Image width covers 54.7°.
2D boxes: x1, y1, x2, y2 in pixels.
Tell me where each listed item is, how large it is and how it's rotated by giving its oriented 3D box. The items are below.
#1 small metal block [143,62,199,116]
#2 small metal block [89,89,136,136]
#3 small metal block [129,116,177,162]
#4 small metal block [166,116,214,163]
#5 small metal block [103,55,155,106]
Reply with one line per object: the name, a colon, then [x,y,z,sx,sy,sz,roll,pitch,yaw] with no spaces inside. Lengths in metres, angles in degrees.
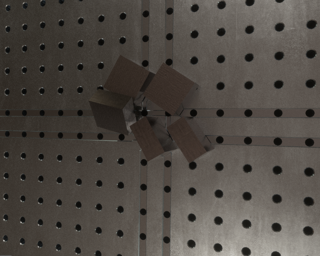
small metal block: [0.014,-0.050,0.407,0.050,0.025,0.050,36,101,16]
small metal block: [-0.063,-0.021,0.419,0.050,0.050,0.025,15,51,19]
small metal block: [-0.008,0.013,0.401,0.025,0.050,0.050,-31,80,17]
small metal block: [0.039,0.013,0.385,0.025,0.050,0.050,-36,79,16]
small metal block: [-0.041,-0.065,0.426,0.050,0.025,0.050,32,100,16]
